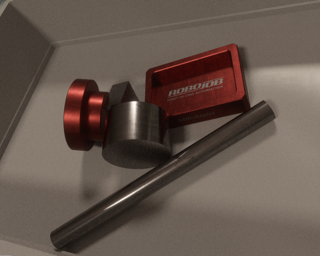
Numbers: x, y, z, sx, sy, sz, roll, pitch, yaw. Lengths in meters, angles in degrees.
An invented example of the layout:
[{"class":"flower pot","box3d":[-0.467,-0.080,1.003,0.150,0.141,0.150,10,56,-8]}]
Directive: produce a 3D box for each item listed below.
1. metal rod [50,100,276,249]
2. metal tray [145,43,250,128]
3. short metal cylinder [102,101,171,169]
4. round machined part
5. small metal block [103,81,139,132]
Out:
[{"class":"metal rod","box3d":[-0.002,0.059,0.369,0.300,0.025,0.025,-32,52,6]},{"class":"metal tray","box3d":[0.045,-0.052,0.409,0.130,0.030,0.090,-13,56,20]},{"class":"short metal cylinder","box3d":[-0.028,0.011,0.377,0.080,0.080,0.050,-14,57,20]},{"class":"round machined part","box3d":[-0.093,-0.017,0.422,0.042,0.098,0.098,4,61,3]},{"class":"small metal block","box3d":[-0.048,-0.027,0.422,0.025,0.050,0.050,-11,39,20]}]
